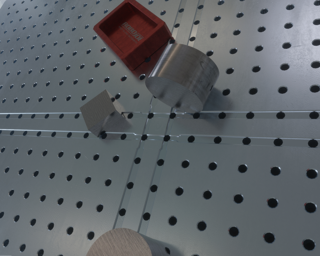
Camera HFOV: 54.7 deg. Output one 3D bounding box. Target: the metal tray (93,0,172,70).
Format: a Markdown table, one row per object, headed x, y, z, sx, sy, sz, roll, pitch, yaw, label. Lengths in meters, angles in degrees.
| x | y | z | sx | sy | sz | roll | pitch | yaw | label |
| --- | --- | --- | --- | --- | --- | --- | --- | --- | --- |
| -0.051 | -0.165 | 0.532 | 0.090 | 0.030 | 0.130 | -40 | 51 | 0 | metal tray |

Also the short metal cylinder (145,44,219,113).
| x | y | z | sx | sy | sz | roll | pitch | yaw | label |
| --- | --- | --- | --- | --- | --- | --- | --- | --- | --- |
| 0.028 | -0.061 | 0.396 | 0.080 | 0.080 | 0.050 | 16 | 71 | 34 | short metal cylinder |

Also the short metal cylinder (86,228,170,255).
| x | y | z | sx | sy | sz | roll | pitch | yaw | label |
| --- | --- | --- | --- | --- | --- | --- | --- | --- | --- |
| -0.032 | 0.149 | 0.318 | 0.080 | 0.050 | 0.080 | -13 | 56 | 21 | short metal cylinder |

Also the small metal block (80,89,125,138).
| x | y | z | sx | sy | sz | roll | pitch | yaw | label |
| --- | --- | --- | --- | --- | --- | --- | --- | --- | --- |
| -0.088 | -0.022 | 0.468 | 0.050 | 0.025 | 0.050 | -35 | 51 | 5 | small metal block |
